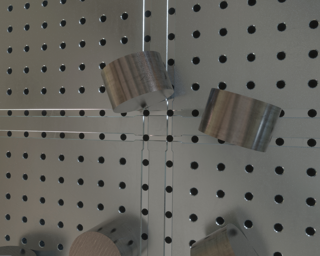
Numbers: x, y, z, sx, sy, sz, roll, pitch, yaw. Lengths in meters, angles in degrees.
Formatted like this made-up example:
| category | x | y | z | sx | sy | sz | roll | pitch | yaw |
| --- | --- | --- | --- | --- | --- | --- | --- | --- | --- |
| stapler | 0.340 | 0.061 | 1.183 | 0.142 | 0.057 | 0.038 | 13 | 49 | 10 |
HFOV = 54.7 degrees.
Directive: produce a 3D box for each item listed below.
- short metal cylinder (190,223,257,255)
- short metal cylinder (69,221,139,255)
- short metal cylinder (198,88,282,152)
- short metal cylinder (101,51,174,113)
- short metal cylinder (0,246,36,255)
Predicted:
| category | x | y | z | sx | sy | sz | roll | pitch | yaw |
| --- | --- | --- | --- | --- | --- | --- | --- | --- | --- |
| short metal cylinder | 0.079 | 0.158 | 0.355 | 0.050 | 0.080 | 0.080 | -36 | 79 | 16 |
| short metal cylinder | -0.076 | 0.174 | 0.426 | 0.080 | 0.050 | 0.079 | 0 | 90 | 20 |
| short metal cylinder | 0.089 | -0.010 | 0.352 | 0.080 | 0.080 | 0.050 | 19 | 97 | 19 |
| short metal cylinder | -0.028 | -0.056 | 0.393 | 0.080 | 0.080 | 0.050 | -21 | 83 | 19 |
| short metal cylinder | -0.232 | 0.220 | 0.465 | 0.080 | 0.080 | 0.050 | 10 | 94 | 19 |
